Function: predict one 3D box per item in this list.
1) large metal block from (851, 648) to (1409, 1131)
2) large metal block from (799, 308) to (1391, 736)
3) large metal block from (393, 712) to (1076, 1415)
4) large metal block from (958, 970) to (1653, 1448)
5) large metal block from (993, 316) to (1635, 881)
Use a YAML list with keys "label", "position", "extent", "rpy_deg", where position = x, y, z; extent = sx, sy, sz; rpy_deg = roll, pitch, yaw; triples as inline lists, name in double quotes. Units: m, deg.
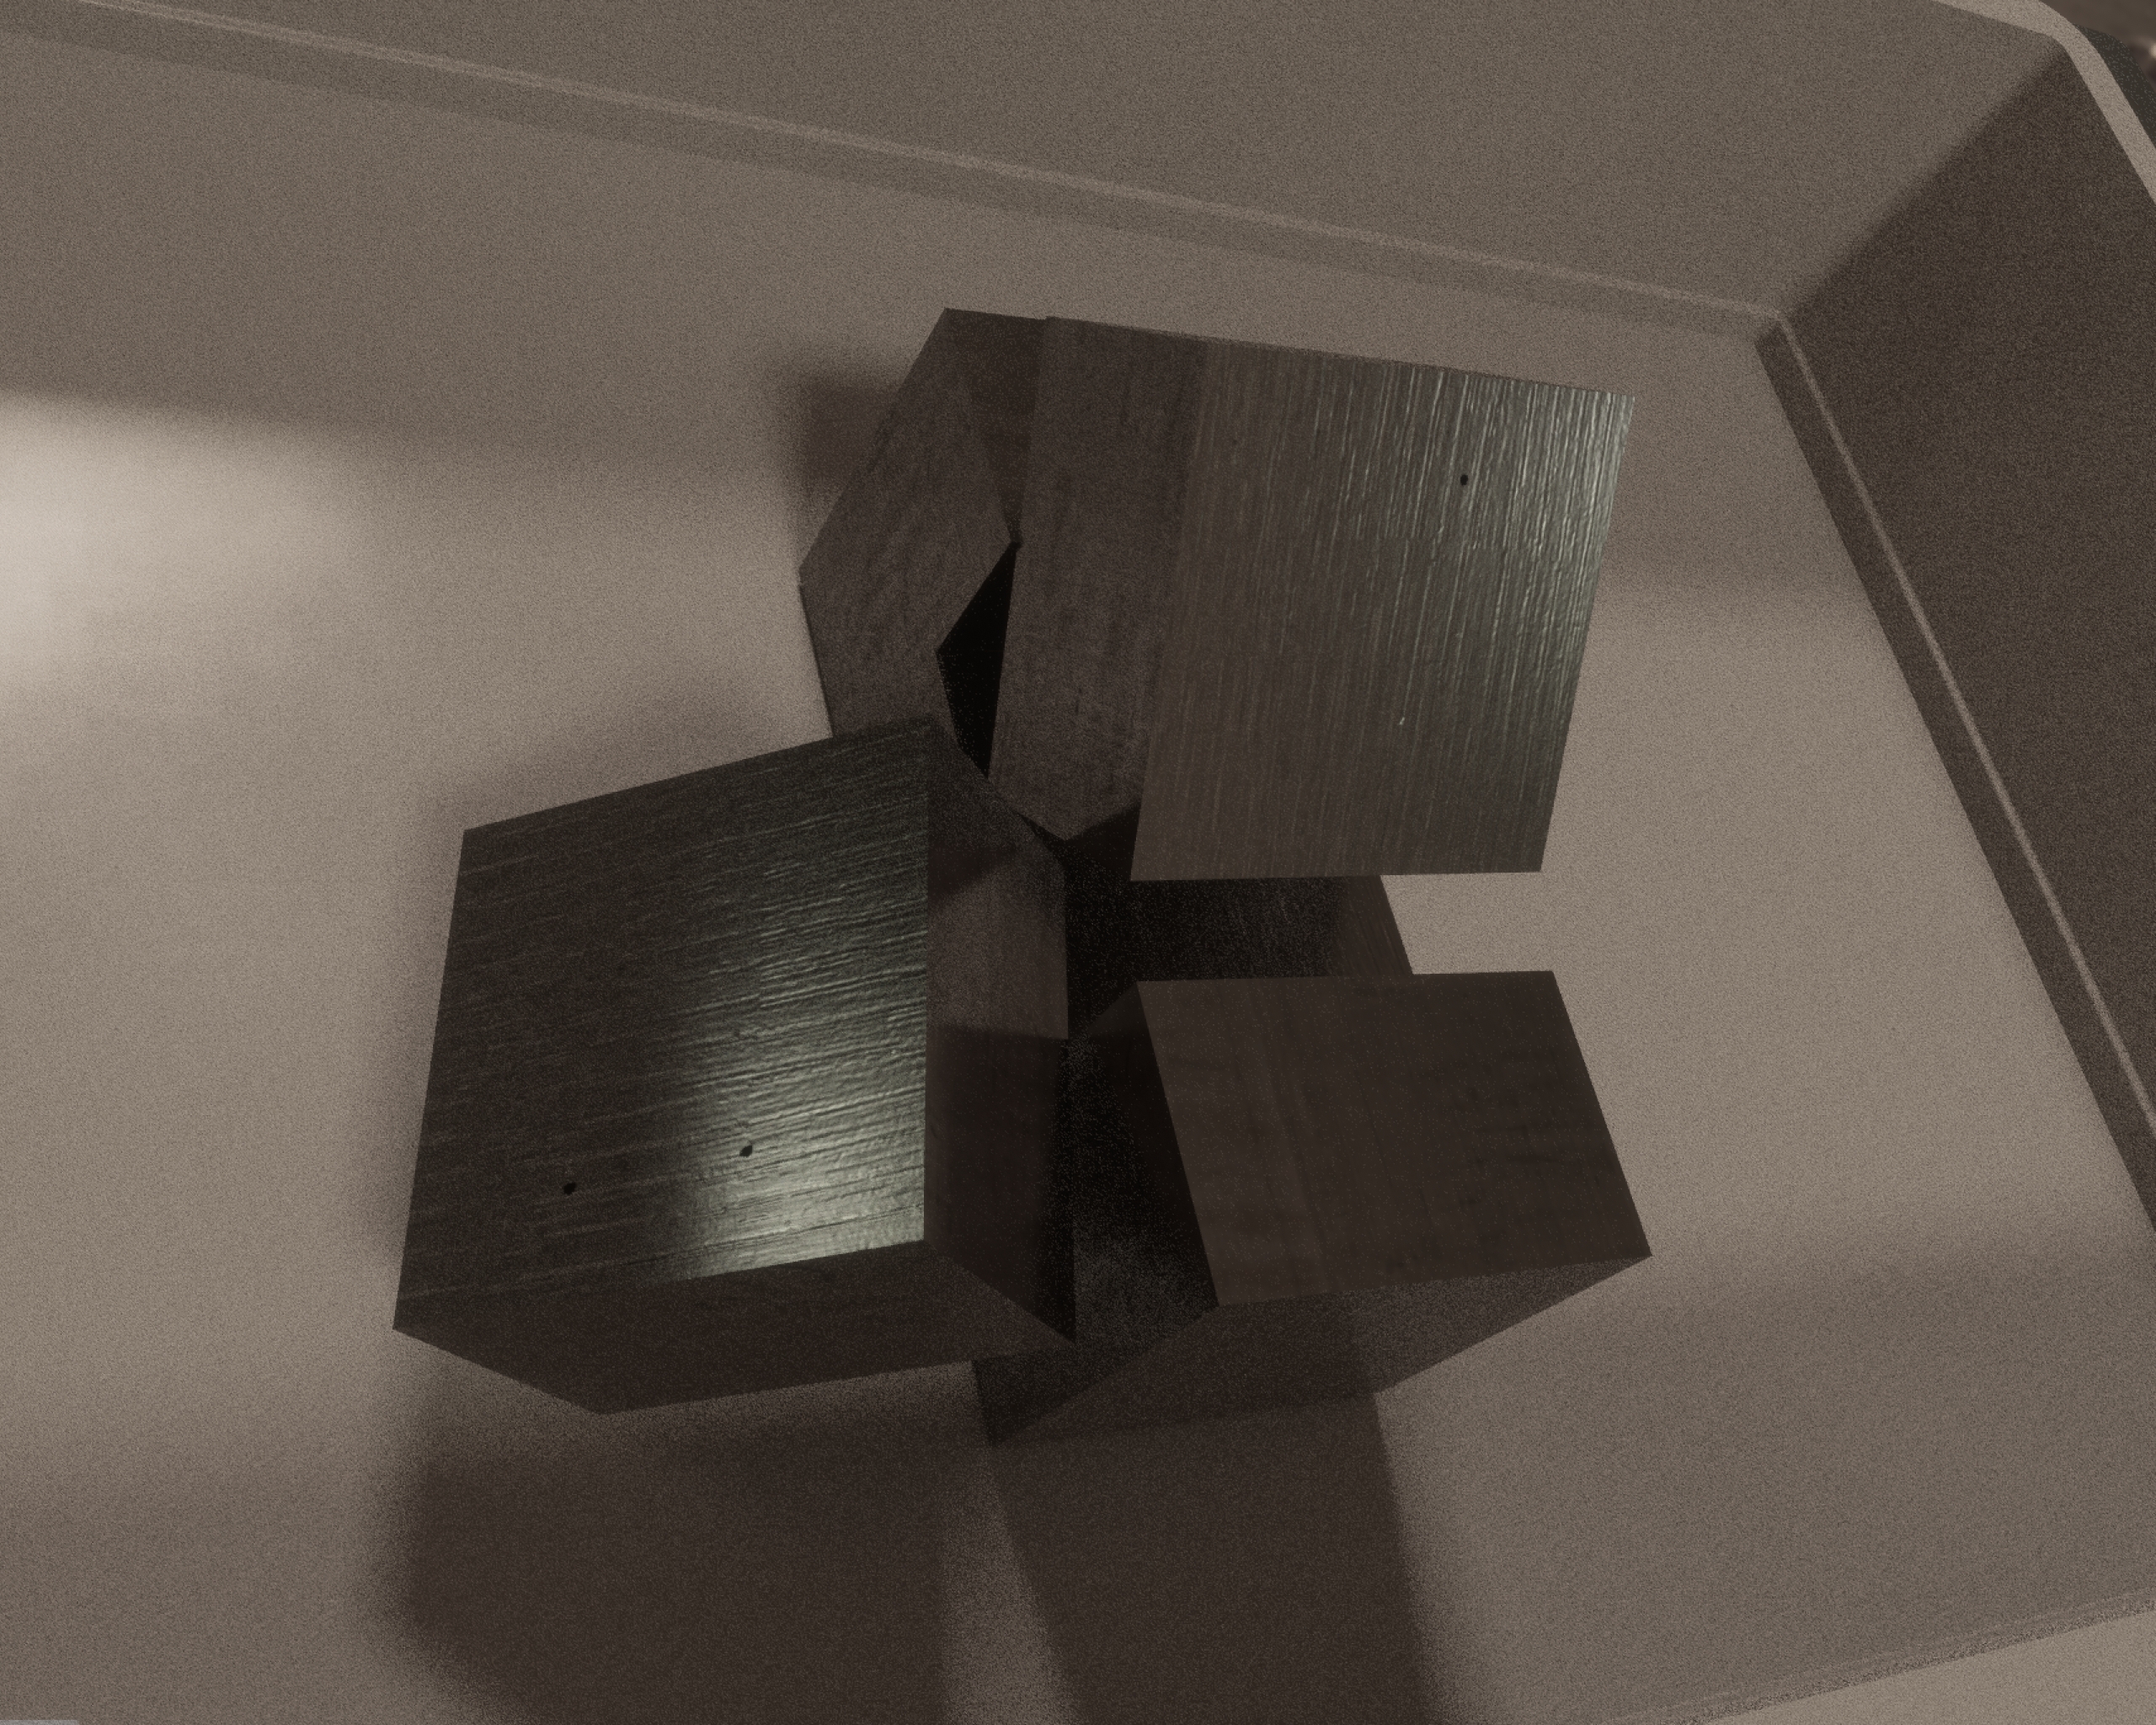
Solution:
- label: "large metal block"
  position: [0.009, 0.008, 0.391]
  extent: [0.081, 0.050, 0.080]
  rpy_deg: [-1, 62, -29]
- label: "large metal block"
  position: [0.001, -0.057, 0.404]
  extent: [0.081, 0.080, 0.050]
  rpy_deg: [-1, 63, -29]
- label: "large metal block"
  position: [-0.048, 0.032, 0.313]
  extent: [0.050, 0.080, 0.080]
  rpy_deg: [51, 32, -54]
- label: "large metal block"
  position: [0.033, 0.058, 0.351]
  extent: [0.081, 0.080, 0.050]
  rpy_deg: [0, 62, -29]
- label: "large metal block"
  position: [0.037, -0.043, 0.344]
  extent: [0.081, 0.079, 0.050]
  rpy_deg: [-1, 17, -29]
